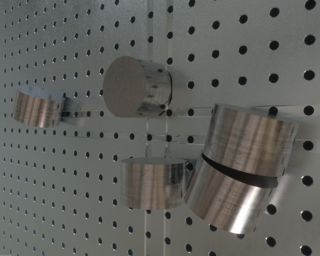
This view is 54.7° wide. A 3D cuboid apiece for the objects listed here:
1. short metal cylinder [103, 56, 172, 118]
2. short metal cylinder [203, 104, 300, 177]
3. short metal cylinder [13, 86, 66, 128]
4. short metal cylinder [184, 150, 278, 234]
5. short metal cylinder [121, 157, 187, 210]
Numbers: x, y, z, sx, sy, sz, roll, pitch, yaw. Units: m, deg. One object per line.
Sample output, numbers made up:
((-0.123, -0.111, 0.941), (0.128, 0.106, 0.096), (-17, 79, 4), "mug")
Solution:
((-0.032, -0.053, 0.419), (0.080, 0.050, 0.080), (0, 90, 40), "short metal cylinder")
((0.087, 0.009, 0.302), (0.080, 0.081, 0.050), (20, 103, 38), "short metal cylinder")
((-0.214, -0.038, 0.551), (0.080, 0.081, 0.050), (28, 107, 36), "short metal cylinder")
((0.071, 0.061, 0.315), (0.080, 0.081, 0.050), (31, 110, 36), "short metal cylinder")
((-0.008, 0.065, 0.380), (0.080, 0.081, 0.050), (1, 91, 40), "short metal cylinder")
